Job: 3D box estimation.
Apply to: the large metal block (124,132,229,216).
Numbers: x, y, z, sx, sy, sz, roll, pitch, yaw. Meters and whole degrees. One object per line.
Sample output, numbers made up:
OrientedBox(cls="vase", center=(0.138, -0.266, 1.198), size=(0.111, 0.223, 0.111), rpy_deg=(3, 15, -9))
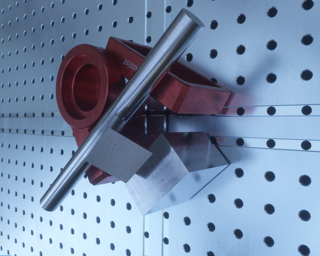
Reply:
OrientedBox(cls="large metal block", center=(0.017, 0.049, 0.353), size=(0.080, 0.081, 0.050), rpy_deg=(-49, 62, 29))

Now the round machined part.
OrientedBox(cls="round machined part", center=(-0.079, -0.048, 0.371), size=(0.098, 0.042, 0.097), rpy_deg=(0, 90, 39))

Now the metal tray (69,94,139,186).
OrientedBox(cls="metal tray", center=(-0.070, 0.007, 0.422), size=(0.030, 0.091, 0.130), rpy_deg=(-36, 68, 34))

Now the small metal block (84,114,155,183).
OrientedBox(cls="small metal block", center=(-0.041, 0.022, 0.318), size=(0.050, 0.050, 0.025), rpy_deg=(-50, 16, 28))

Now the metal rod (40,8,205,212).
OrientedBox(cls="metal rod", center=(-0.059, 0.002, 0.338), size=(0.299, 0.025, 0.025), rpy_deg=(-48, 62, 29))

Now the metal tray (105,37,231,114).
OrientedBox(cls="metal tray", center=(0.006, -0.061, 0.359), size=(0.130, 0.091, 0.030), rpy_deg=(38, 114, 33))
